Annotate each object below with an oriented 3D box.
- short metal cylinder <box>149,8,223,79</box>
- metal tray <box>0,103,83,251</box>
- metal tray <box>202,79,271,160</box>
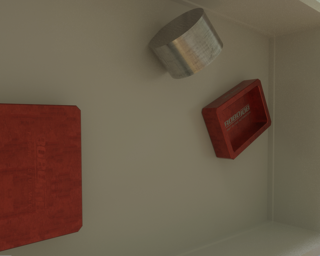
[{"bbox_3d":[0.034,-0.109,0.401,0.050,0.080,0.080,51,60,-28],"label":"short metal cylinder"},{"bbox_3d":[-0.124,0.042,0.300,0.091,0.030,0.129,-1,91,-40],"label":"metal tray"},{"bbox_3d":[0.132,-0.017,0.516,0.131,0.030,0.090,-33,111,-35],"label":"metal tray"}]
